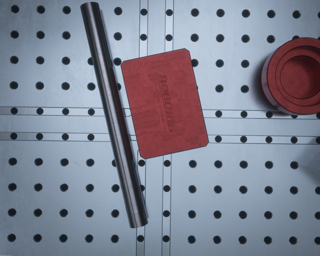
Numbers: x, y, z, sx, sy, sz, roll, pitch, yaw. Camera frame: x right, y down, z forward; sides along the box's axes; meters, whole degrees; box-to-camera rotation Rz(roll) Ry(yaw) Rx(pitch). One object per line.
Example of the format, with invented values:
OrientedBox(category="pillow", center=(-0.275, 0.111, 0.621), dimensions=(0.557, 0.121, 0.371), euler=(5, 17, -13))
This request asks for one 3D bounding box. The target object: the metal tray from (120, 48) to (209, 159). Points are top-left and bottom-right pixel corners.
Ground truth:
OrientedBox(category="metal tray", center=(0.006, -0.031, 0.411), dimensions=(0.091, 0.030, 0.129), euler=(-12, 90, -1))

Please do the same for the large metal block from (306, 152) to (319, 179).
OrientedBox(category="large metal block", center=(0.259, 0.051, 0.404), dimensions=(0.080, 0.050, 0.080), euler=(43, 90, -1))

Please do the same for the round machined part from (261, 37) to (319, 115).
OrientedBox(category="round machined part", center=(0.182, -0.065, 0.407), dimensions=(0.099, 0.042, 0.097), euler=(0, 90, -1))

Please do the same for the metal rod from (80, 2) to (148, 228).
OrientedBox(category="metal rod", center=(-0.061, -0.017, 0.412), dimensions=(0.025, 0.025, 0.298), euler=(-13, 90, 0))
